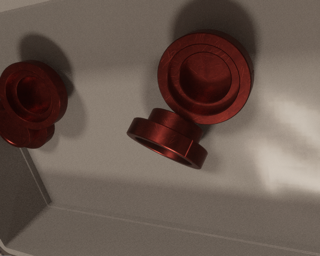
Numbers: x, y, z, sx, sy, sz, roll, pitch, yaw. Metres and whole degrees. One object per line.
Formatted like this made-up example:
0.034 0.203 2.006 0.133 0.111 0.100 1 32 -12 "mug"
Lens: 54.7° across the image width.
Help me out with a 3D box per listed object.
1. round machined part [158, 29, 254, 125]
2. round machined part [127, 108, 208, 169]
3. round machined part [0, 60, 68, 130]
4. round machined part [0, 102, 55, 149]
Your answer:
0.051 -0.056 0.332 0.098 0.042 0.097 10 119 19 "round machined part"
0.013 0.010 0.374 0.098 0.042 0.098 25 170 5 "round machined part"
-0.177 -0.050 0.449 0.098 0.042 0.097 6 112 15 "round machined part"
-0.227 -0.007 0.506 0.098 0.042 0.097 10 122 17 "round machined part"
